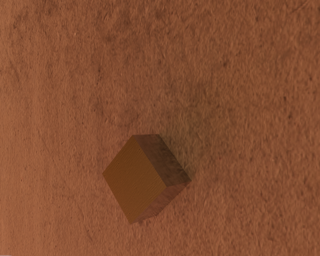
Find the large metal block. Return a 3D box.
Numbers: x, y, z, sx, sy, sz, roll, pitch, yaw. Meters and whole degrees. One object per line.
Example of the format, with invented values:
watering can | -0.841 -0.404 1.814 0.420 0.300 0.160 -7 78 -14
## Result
large metal block | -0.020 0.065 0.406 0.080 0.050 0.080 -50 60 28
